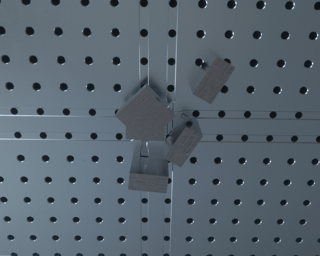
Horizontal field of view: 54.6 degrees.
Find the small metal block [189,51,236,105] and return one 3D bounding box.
[{"bbox_3d":[0.062,-0.062,0.378,0.025,0.050,0.050,28,108,-10],"label":"small metal block"}]

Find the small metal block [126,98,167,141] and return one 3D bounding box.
[{"bbox_3d":[-0.018,-0.011,0.409,0.050,0.025,0.050,4,110,-2],"label":"small metal block"}]

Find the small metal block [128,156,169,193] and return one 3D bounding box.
[{"bbox_3d":[-0.015,0.063,0.423,0.050,0.050,0.025,6,110,-2],"label":"small metal block"}]

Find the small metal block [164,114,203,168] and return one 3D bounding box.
[{"bbox_3d":[0.029,0.016,0.406,0.025,0.050,0.050,30,107,-10],"label":"small metal block"}]

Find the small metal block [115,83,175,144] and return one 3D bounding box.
[{"bbox_3d":[-0.018,-0.018,0.380,0.050,0.025,0.050,-41,105,13],"label":"small metal block"}]
